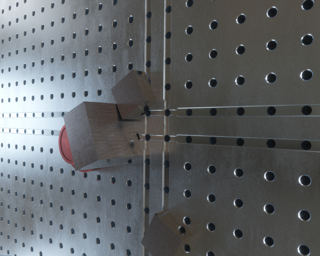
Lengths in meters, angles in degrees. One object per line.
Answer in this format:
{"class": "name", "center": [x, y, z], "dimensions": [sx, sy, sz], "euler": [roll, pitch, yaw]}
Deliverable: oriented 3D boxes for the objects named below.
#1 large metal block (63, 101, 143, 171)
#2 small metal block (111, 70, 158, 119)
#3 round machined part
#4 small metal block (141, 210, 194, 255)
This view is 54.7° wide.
{"class": "large metal block", "center": [-0.080, 0.011, 0.437], "dimensions": [0.050, 0.081, 0.080], "euler": [-27, 74, 37]}
{"class": "small metal block", "center": [-0.037, -0.046, 0.438], "dimensions": [0.050, 0.025, 0.050], "euler": [-35, 69, 34]}
{"class": "round machined part", "center": [-0.127, 0.023, 0.500], "dimensions": [0.098, 0.042, 0.097], "euler": [0, 90, 39]}
{"class": "small metal block", "center": [0.009, 0.144, 0.401], "dimensions": [0.050, 0.025, 0.050], "euler": [36, 112, 33]}
